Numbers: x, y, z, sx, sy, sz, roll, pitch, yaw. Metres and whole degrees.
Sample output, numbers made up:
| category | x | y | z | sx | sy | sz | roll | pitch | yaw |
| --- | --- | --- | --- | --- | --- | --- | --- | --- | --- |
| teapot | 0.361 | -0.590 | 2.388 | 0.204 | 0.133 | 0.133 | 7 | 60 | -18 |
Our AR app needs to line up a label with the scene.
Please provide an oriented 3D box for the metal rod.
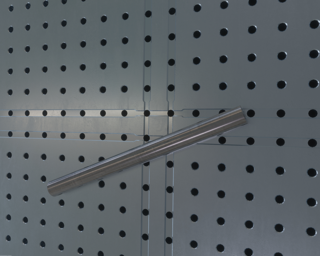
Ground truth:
| category | x | y | z | sx | sy | sz | roll | pitch | yaw |
| --- | --- | --- | --- | --- | --- | --- | --- | --- | --- |
| metal rod | -0.030 | 0.038 | 0.423 | 0.300 | 0.025 | 0.025 | -22 | 83 | 18 |
